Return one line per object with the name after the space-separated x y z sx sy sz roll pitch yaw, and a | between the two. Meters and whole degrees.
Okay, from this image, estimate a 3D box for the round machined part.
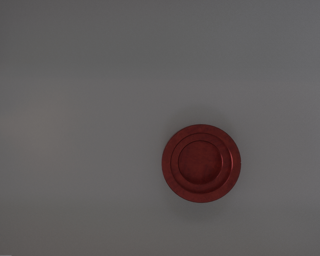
0.051 0.044 0.403 0.099 0.042 0.097 0 90 0 | round machined part
